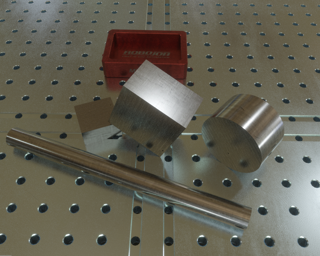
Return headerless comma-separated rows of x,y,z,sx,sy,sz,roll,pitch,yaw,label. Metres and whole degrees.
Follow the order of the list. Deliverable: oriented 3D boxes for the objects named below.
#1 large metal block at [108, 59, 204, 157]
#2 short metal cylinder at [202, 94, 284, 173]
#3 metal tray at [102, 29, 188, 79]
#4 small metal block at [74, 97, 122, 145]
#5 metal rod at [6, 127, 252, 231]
-0.008,-0.021,0.374,0.080,0.080,0.050,34,55,-1,large metal block
0.097,0.006,0.368,0.080,0.080,0.050,35,58,25,short metal cylinder
-0.022,-0.122,0.506,0.131,0.030,0.090,2,50,1,metal tray
-0.083,-0.010,0.415,0.050,0.025,0.050,-16,52,-14,small metal block
-0.047,0.054,0.361,0.301,0.025,0.025,17,52,13,metal rod
